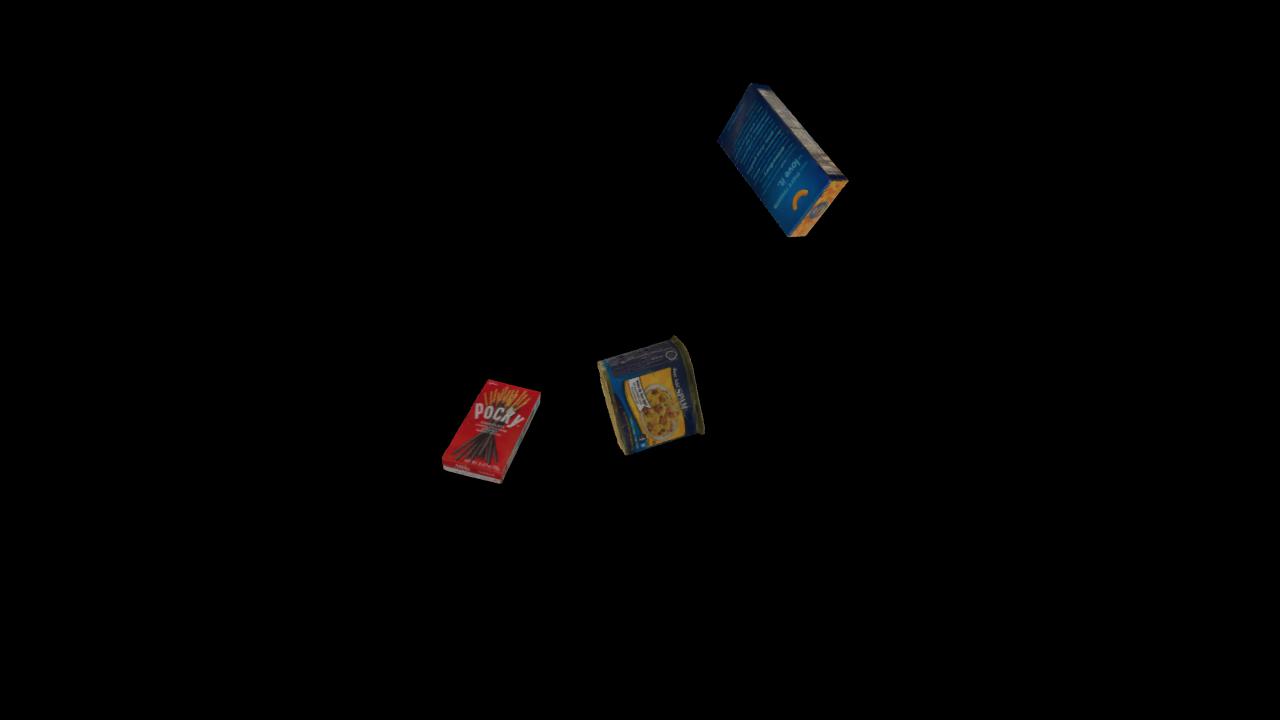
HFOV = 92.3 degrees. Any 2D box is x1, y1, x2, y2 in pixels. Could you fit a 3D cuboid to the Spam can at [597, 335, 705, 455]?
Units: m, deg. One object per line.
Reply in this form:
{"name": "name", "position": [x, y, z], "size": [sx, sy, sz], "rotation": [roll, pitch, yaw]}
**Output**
{"name": "Spam can", "position": [0.010, 0.037, 0.614], "size": [0.085, 0.101, 0.058], "rotation": [-17, 23, -9]}

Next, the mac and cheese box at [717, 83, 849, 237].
{"name": "mac and cheese box", "position": [0.174, -0.253, 0.777], "size": [0.041, 0.184, 0.093], "rotation": [-10, -30, -35]}

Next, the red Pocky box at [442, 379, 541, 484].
{"name": "red Pocky box", "position": [-0.198, 0.093, 0.837], "size": [0.083, 0.028, 0.155], "rotation": [12, 42, 5]}
